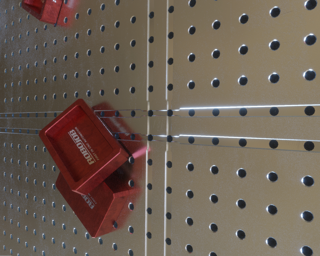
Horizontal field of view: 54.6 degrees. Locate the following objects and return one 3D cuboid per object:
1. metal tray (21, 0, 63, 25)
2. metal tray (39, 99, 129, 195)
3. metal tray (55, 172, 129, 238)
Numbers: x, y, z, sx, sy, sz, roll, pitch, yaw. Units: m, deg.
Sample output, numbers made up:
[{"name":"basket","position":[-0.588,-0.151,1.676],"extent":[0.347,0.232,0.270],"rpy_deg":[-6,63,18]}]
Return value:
[{"name":"metal tray","position":[-0.213,-0.274,0.583],"extent":[0.090,0.030,0.129],"rpy_deg":[38,113,33]},{"name":"metal tray","position":[-0.120,0.026,0.477],"extent":[0.090,0.030,0.130],"rpy_deg":[-41,59,-3]},{"name":"metal tray","position":[-0.114,0.098,0.502],"extent":[0.130,0.030,0.089],"rpy_deg":[41,115,32]}]
